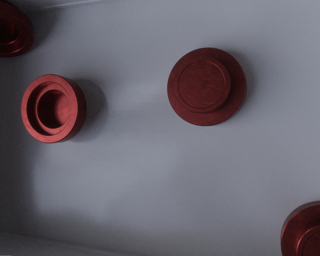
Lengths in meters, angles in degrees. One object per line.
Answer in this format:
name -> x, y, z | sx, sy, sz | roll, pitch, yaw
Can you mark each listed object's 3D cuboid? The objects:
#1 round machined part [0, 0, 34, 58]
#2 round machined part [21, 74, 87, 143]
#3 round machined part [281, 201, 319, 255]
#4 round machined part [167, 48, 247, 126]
round machined part -> -0.241, -0.152, 0.460 | 0.098, 0.098, 0.042 | -19, 64, 19
round machined part -> -0.149, -0.027, 0.454 | 0.098, 0.042, 0.097 | 0, 90, 20
round machined part -> 0.184, 0.133, 0.336 | 0.098, 0.042, 0.097 | 0, 90, 20
round machined part -> 0.055, -0.051, 0.382 | 0.098, 0.042, 0.097 | 0, 90, 20
